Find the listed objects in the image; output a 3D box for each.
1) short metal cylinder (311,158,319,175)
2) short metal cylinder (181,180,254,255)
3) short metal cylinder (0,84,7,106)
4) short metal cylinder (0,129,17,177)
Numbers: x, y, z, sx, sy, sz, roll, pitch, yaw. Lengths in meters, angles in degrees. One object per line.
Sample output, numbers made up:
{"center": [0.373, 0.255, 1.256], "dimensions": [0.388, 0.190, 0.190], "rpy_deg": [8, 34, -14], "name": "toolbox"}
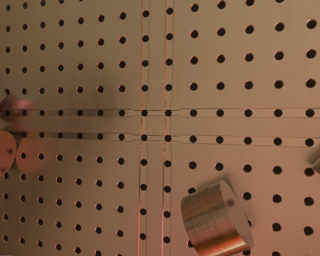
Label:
{"center": [0.204, 0.049, 0.312], "dimensions": [0.080, 0.080, 0.050], "rpy_deg": [42, 103, 14], "name": "short metal cylinder"}
{"center": [0.067, 0.108, 0.359], "dimensions": [0.050, 0.080, 0.080], "rpy_deg": [-28, 81, 17], "name": "short metal cylinder"}
{"center": [-0.293, -0.051, 0.484], "dimensions": [0.080, 0.080, 0.050], "rpy_deg": [43, 103, 14], "name": "short metal cylinder"}
{"center": [-0.272, 0.036, 0.477], "dimensions": [0.050, 0.080, 0.079], "rpy_deg": [14, 95, 19], "name": "short metal cylinder"}
